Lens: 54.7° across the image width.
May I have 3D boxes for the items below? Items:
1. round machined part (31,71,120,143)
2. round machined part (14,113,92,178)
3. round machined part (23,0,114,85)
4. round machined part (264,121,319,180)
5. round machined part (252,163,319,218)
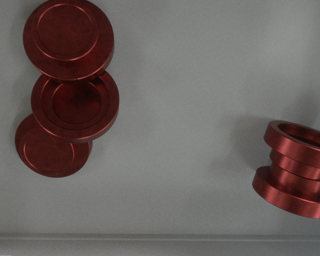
[{"bbox_3d":[-0.099,-0.029,0.374,0.099,0.042,0.098,2,73,-8],"label":"round machined part"},{"bbox_3d":[-0.143,0.024,0.410,0.099,0.042,0.097,0,110,0],"label":"round machined part"},{"bbox_3d":[-0.101,-0.100,0.343,0.099,0.042,0.097,1,83,-7],"label":"round machined part"},{"bbox_3d":[0.177,0.029,0.385,0.099,0.098,0.042,13,110,-5],"label":"round machined part"},{"bbox_3d":[0.174,0.070,0.400,0.099,0.098,0.042,12,106,-5],"label":"round machined part"}]
